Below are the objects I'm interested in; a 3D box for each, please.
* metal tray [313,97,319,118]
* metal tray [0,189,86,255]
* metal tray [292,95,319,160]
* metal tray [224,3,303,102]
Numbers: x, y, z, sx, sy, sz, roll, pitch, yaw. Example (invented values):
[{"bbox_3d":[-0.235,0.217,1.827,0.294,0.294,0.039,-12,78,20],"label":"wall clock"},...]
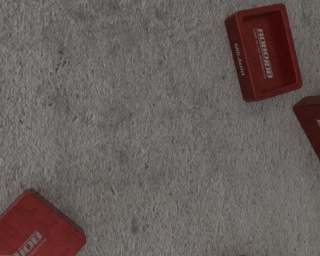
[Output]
[{"bbox_3d":[0.325,-0.042,0.522,0.131,0.030,0.090,-41,103,-19],"label":"metal tray"},{"bbox_3d":[-0.161,0.146,0.347,0.090,0.030,0.130,46,76,-15],"label":"metal tray"},{"bbox_3d":[0.272,0.011,0.474,0.030,0.090,0.130,-36,102,-16],"label":"metal tray"},{"bbox_3d":[0.156,-0.112,0.463,0.091,0.030,0.129,-17,96,-19],"label":"metal tray"}]
